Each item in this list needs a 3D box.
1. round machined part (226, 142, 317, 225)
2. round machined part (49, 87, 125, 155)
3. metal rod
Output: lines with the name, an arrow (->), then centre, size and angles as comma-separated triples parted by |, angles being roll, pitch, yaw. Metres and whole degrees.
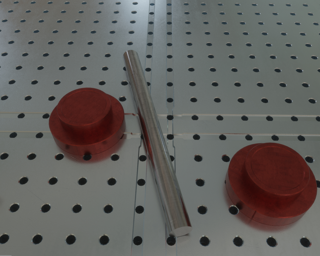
round machined part -> 0.127, 0.055, 0.351 | 0.099, 0.042, 0.098 | 0, 50, 0
round machined part -> -0.097, -0.016, 0.409 | 0.099, 0.042, 0.098 | 0, 50, 0
metal rod -> -0.013, -0.005, 0.411 | 0.025, 0.025, 0.300 | -10, 51, -9
